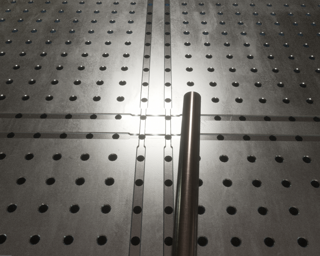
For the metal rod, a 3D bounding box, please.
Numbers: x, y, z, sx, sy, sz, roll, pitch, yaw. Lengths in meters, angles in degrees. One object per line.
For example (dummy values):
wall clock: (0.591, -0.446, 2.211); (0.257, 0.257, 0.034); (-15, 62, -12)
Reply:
metal rod: (0.031, 0.071, 0.348); (0.025, 0.025, 0.300); (5, 50, 3)
